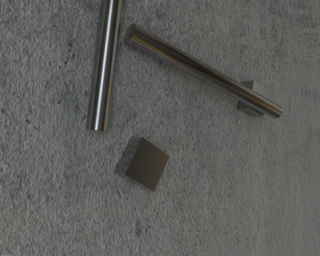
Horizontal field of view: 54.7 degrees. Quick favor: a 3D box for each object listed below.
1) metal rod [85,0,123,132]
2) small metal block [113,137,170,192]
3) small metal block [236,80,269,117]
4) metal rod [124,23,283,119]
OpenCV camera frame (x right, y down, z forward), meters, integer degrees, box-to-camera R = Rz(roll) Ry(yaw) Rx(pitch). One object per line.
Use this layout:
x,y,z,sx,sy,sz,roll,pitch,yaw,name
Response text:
-0.056,-0.145,0.359,0.025,0.025,0.298,10,84,-40,metal rod
-0.022,0.045,0.388,0.050,0.025,0.050,38,67,-34,small metal block
0.164,-0.050,0.545,0.050,0.025,0.050,21,76,-38,small metal block
0.083,-0.072,0.456,0.302,0.025,0.025,20,77,-32,metal rod
